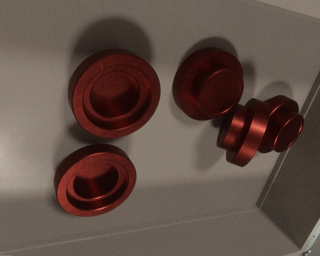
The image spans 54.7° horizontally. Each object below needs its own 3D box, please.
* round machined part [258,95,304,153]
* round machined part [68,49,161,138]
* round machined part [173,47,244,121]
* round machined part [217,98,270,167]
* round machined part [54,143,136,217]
[{"bbox_3d":[0.190,0.000,0.494,0.099,0.042,0.097,-22,131,-27],"label":"round machined part"},{"bbox_3d":[-0.052,-0.041,0.345,0.099,0.042,0.097,-14,125,-21],"label":"round machined part"},{"bbox_3d":[0.070,-0.052,0.405,0.099,0.042,0.097,-14,125,-21],"label":"round machined part"},{"bbox_3d":[0.113,0.003,0.440,0.042,0.098,0.097,21,111,1],"label":"round machined part"},{"bbox_3d":[-0.083,0.061,0.391,0.099,0.042,0.097,-14,125,-21],"label":"round machined part"}]
